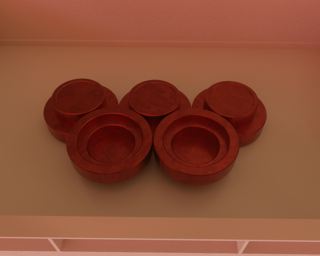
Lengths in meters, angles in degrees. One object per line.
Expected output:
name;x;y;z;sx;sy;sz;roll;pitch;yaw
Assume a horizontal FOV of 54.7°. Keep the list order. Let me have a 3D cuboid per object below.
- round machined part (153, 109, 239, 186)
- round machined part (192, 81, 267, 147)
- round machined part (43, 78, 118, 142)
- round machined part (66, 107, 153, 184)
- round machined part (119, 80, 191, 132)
round machined part;0.041;0.026;0.370;0.099;0.042;0.098;0;50;0
round machined part;0.092;-0.025;0.412;0.099;0.042;0.098;0;49;0
round machined part;-0.105;-0.029;0.414;0.099;0.042;0.098;1;49;-1
round machined part;-0.057;0.024;0.371;0.099;0.042;0.098;0;50;0
round machined part;-0.007;-0.027;0.414;0.099;0.042;0.098;0;49;0
